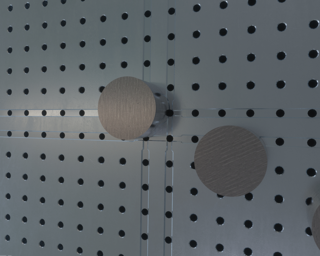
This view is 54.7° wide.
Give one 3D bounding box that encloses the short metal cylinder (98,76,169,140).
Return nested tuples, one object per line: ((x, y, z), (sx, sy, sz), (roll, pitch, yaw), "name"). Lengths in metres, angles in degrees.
((-0.034, -0.025, 0.411), (0.080, 0.050, 0.079), (0, 90, 20), "short metal cylinder")

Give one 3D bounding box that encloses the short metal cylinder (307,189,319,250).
((0.202, 0.101, 0.328), (0.080, 0.050, 0.079), (0, 90, 20), "short metal cylinder")

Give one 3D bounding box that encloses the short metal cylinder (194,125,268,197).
((0.086, 0.037, 0.369), (0.080, 0.050, 0.079), (0, 90, 20), "short metal cylinder")
